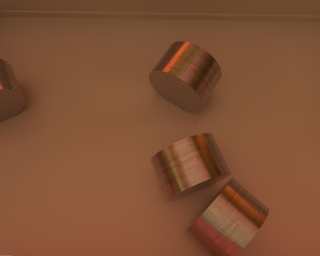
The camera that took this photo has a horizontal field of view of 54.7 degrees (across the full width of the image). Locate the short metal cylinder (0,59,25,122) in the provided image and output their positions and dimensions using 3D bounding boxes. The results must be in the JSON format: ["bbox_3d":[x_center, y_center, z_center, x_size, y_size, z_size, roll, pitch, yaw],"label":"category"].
[{"bbox_3d":[-0.222,-0.045,0.394,0.080,0.080,0.050,-26,72,-9],"label":"short metal cylinder"}]

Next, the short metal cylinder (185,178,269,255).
[{"bbox_3d":[0.074,0.102,0.344,0.050,0.080,0.080,42,75,13],"label":"short metal cylinder"}]

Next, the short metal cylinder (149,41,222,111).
[{"bbox_3d":[0.033,-0.066,0.405,0.080,0.080,0.050,31,73,10],"label":"short metal cylinder"}]

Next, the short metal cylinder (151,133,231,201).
[{"bbox_3d":[0.036,0.047,0.364,0.080,0.080,0.050,-21,72,-8],"label":"short metal cylinder"}]
